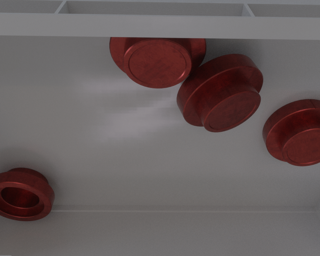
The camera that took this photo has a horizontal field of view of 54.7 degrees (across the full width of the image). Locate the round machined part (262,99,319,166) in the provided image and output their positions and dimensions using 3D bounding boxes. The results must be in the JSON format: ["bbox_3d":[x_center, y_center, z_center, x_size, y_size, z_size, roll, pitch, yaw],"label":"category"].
[{"bbox_3d":[0.191,0.013,0.411,0.099,0.042,0.097,0,130,0],"label":"round machined part"}]

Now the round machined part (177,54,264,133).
[{"bbox_3d":[0.072,-0.032,0.347,0.099,0.042,0.098,-17,148,-11],"label":"round machined part"}]

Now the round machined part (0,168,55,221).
[{"bbox_3d":[-0.213,0.099,0.480,0.099,0.042,0.097,0,130,0],"label":"round machined part"}]

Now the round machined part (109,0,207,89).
[{"bbox_3d":[-0.002,-0.077,0.316,0.099,0.042,0.098,0,146,1],"label":"round machined part"}]
